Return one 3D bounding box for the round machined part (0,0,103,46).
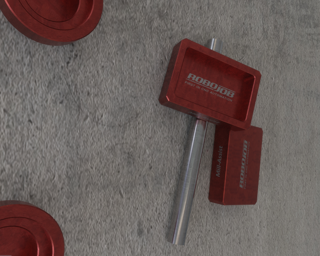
[{"bbox_3d":[-0.109,-0.129,0.302,0.099,0.042,0.097,0,90,-40],"label":"round machined part"}]

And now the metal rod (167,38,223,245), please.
[{"bbox_3d":[0.053,0.013,0.448,0.025,0.025,0.299,20,77,-38],"label":"metal rod"}]

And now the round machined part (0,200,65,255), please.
[{"bbox_3d":[-0.141,0.113,0.276,0.099,0.042,0.097,0,90,-40],"label":"round machined part"}]

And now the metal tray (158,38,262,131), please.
[{"bbox_3d":[0.072,-0.057,0.432,0.131,0.030,0.090,19,78,-18],"label":"metal tray"}]

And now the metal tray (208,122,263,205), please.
[{"bbox_3d":[0.126,0.058,0.507,0.091,0.030,0.129,11,83,-39],"label":"metal tray"}]
